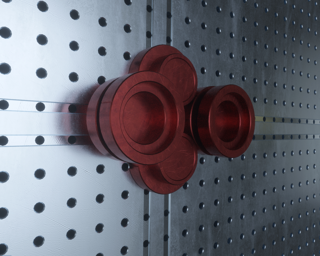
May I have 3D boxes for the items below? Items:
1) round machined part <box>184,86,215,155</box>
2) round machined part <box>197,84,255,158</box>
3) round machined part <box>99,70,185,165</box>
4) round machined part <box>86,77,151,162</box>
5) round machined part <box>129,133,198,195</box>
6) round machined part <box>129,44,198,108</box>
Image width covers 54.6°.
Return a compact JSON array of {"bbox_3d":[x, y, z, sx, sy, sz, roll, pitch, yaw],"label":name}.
[{"bbox_3d":[0.064,-0.010,0.449,0.099,0.042,0.097,0,90,-40],"label":"round machined part"},{"bbox_3d":[0.084,-0.009,0.425,0.099,0.042,0.097,0,90,-40],"label":"round machined part"},{"bbox_3d":[-0.023,-0.011,0.336,0.099,0.042,0.097,0,90,-40],"label":"round machined part"},{"bbox_3d":[-0.041,-0.010,0.362,0.099,0.042,0.097,0,90,-40],"label":"round machined part"},{"bbox_3d":[0.011,0.038,0.405,0.099,0.042,0.097,0,90,-40],"label":"round machined part"},{"bbox_3d":[0.011,-0.060,0.406,0.099,0.042,0.097,0,90,-40],"label":"round machined part"}]
